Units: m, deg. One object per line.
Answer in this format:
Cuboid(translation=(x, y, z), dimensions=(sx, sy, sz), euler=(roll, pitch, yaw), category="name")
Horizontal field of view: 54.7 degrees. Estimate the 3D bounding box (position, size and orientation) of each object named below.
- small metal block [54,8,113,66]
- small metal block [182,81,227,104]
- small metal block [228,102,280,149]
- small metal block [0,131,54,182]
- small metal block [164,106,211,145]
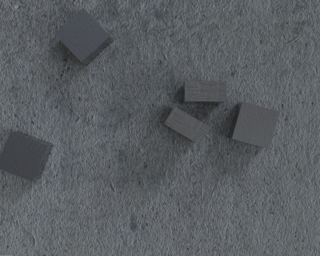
Cuboid(translation=(-0.100, -0.119, 0.409), dimensions=(0.050, 0.025, 0.050), euler=(-43, 90, 0), category="small metal block")
Cuboid(translation=(0.055, -0.045, 0.398), dimensions=(0.050, 0.050, 0.025), euler=(1, 90, 0), category="small metal block")
Cuboid(translation=(0.124, -0.003, 0.411), dimensions=(0.050, 0.025, 0.050), euler=(16, 90, 0), category="small metal block")
Cuboid(translation=(-0.177, 0.037, 0.408), dimensions=(0.050, 0.025, 0.050), euler=(21, 90, 0), category="small metal block")
Cuboid(translation=(0.033, -0.003, 0.398), dimensions=(0.050, 0.050, 0.025), euler=(31, 90, 0), category="small metal block")
